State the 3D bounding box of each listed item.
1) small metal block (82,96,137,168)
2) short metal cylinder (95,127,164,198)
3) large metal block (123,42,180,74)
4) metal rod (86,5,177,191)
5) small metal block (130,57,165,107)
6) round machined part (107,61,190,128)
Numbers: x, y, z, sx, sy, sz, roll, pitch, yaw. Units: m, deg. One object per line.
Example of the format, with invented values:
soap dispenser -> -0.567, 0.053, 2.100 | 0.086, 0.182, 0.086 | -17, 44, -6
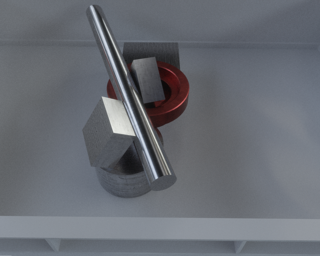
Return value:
small metal block -> -0.053, 0.005, 0.314 | 0.025, 0.050, 0.050 | 11, 40, -37
short metal cylinder -> -0.036, 0.033, 0.359 | 0.081, 0.050, 0.080 | 0, 50, 0
large metal block -> -0.013, -0.081, 0.453 | 0.081, 0.050, 0.080 | 0, 50, -1
metal rod -> -0.046, -0.060, 0.363 | 0.025, 0.025, 0.299 | -15, 52, -12
small metal block -> -0.017, -0.050, 0.367 | 0.025, 0.050, 0.050 | -12, 86, -15
round machined part -> -0.014, -0.038, 0.386 | 0.099, 0.042, 0.098 | 0, 50, 0
